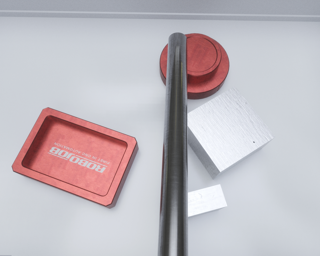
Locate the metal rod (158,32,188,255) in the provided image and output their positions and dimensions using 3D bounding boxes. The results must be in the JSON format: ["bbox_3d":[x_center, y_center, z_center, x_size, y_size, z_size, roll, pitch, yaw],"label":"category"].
[{"bbox_3d":[0.016,0.006,0.322,0.025,0.025,0.300,3,55,1],"label":"metal rod"}]

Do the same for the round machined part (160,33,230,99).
[{"bbox_3d":[0.049,-0.093,0.435,0.099,0.042,0.098,0,70,-1],"label":"round machined part"}]

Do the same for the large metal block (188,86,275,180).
[{"bbox_3d":[0.082,0.007,0.395,0.080,0.050,0.080,-30,73,-11],"label":"large metal block"}]

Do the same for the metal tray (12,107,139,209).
[{"bbox_3d":[-0.104,0.037,0.392,0.131,0.030,0.090,19,71,6],"label":"metal tray"}]

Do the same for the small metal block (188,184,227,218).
[{"bbox_3d":[0.046,0.089,0.365,0.050,0.050,0.025,-14,71,-5],"label":"small metal block"}]
